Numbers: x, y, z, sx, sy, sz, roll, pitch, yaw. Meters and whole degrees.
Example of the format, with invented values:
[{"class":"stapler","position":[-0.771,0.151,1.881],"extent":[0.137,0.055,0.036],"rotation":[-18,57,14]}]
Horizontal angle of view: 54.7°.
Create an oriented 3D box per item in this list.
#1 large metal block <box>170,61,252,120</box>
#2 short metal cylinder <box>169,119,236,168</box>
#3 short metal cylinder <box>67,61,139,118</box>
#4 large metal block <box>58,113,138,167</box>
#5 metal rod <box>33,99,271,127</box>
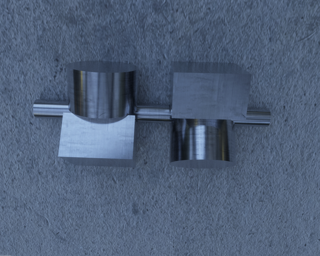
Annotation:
[{"class":"large metal block","position":[0.054,-0.047,0.364],"extent":[0.081,0.080,0.050],"rotation":[1,110,-1]},{"class":"short metal cylinder","position":[0.052,0.020,0.383],"extent":[0.081,0.080,0.050],"rotation":[2,75,-1]},{"class":"short metal cylinder","position":[-0.066,-0.048,0.363],"extent":[0.081,0.080,0.050],"rotation":[3,110,-2]},{"class":"large metal block","position":[-0.070,0.018,0.381],"extent":[0.081,0.080,0.050],"rotation":[2,76,-2]},{"class":"metal rod","position":[-0.009,-0.019,0.406],"extent":[0.302,0.025,0.025],"rotation":[2,110,-1]}]
